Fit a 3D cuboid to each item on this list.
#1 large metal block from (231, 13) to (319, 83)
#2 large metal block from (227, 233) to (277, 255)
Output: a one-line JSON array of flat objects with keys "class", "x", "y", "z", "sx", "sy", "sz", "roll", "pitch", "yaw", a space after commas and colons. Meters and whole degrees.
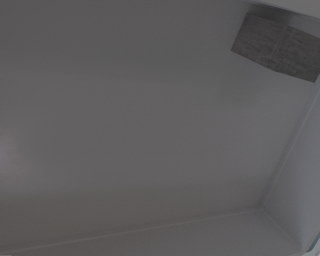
[{"class": "large metal block", "x": 0.153, "y": -0.102, "z": 0.393, "sx": 0.081, "sy": 0.080, "sz": 0.050, "roll": 7, "pitch": 115, "yaw": -31}, {"class": "large metal block", "x": 0.196, "y": 0.284, "z": 0.658, "sx": 0.050, "sy": 0.080, "sz": 0.080, "roll": 14, "pitch": 111, "yaw": -34}]
